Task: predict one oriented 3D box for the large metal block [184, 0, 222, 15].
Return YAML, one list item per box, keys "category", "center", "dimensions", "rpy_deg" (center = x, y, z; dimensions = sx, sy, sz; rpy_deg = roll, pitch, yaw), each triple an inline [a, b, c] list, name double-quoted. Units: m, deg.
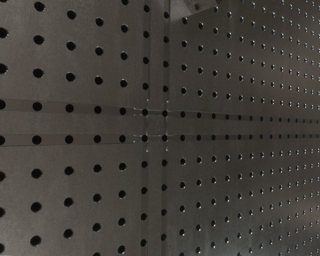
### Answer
- category: "large metal block"
  center: [0.064, -0.227, 0.448]
  dimensions: [0.080, 0.050, 0.080]
  rpy_deg: [52, 60, -28]
